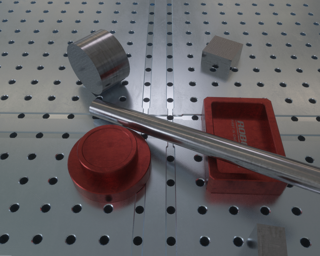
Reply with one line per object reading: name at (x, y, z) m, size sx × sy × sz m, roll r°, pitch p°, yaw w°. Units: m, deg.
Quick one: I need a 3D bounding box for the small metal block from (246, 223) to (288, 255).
small metal block at (0.098, 0.124, 0.287) m, size 0.025 × 0.050 × 0.050 m, roll 7°, pitch 51°, yaw 6°

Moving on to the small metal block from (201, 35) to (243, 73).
small metal block at (0.102, -0.123, 0.511) m, size 0.050 × 0.025 × 0.050 m, roll 24°, pitch 54°, yaw 19°

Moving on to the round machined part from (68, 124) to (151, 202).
round machined part at (-0.060, 0.034, 0.367) m, size 0.099 × 0.042 × 0.098 m, roll 0°, pitch 50°, yaw 0°

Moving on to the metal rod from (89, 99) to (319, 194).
metal rod at (0.037, 0.013, 0.362) m, size 0.300 × 0.025 × 0.025 m, roll 18°, pitch 52°, yaw 28°

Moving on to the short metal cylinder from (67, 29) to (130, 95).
short metal cylinder at (-0.090, -0.096, 0.452) m, size 0.080 × 0.080 × 0.050 m, roll 37°, pitch 59°, yaw 27°

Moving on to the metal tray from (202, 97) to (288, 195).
metal tray at (0.102, 0.017, 0.390) m, size 0.091 × 0.030 × 0.130 m, roll 2°, pitch 50°, yaw 1°
